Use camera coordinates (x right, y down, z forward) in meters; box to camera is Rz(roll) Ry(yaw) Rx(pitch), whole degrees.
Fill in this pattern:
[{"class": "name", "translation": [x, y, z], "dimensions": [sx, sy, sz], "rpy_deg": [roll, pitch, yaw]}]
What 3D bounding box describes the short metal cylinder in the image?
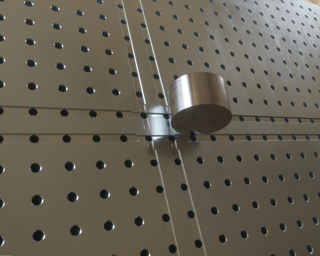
[{"class": "short metal cylinder", "translation": [0.053, -0.031, 0.419], "dimensions": [0.081, 0.080, 0.050], "rpy_deg": [10, 58, -23]}]
